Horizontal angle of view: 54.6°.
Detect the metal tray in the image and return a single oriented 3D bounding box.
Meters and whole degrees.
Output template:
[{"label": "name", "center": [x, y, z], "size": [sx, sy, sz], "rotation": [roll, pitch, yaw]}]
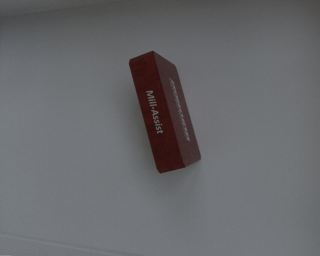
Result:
[{"label": "metal tray", "center": [0.009, -0.017, 0.370], "size": [0.030, 0.090, 0.129], "rotation": [-17, 85, 18]}]
